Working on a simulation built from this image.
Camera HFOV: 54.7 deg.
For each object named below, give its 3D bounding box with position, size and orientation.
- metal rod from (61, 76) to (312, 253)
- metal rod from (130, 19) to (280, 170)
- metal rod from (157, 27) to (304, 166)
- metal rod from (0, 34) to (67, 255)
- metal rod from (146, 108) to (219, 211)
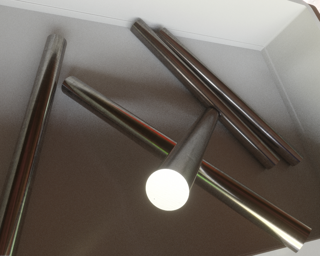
[{"bbox_3d":[0.005,0.021,0.321,0.300,0.025,0.025,32,47,24],"label":"metal rod"},{"bbox_3d":[0.067,-0.053,0.476,0.300,0.025,0.025,46,51,3],"label":"metal rod"},{"bbox_3d":[0.110,-0.050,0.497,0.300,0.025,0.025,43,51,1],"label":"metal rod"},{"bbox_3d":[-0.133,0.012,0.319,0.025,0.025,0.300,14,53,-21],"label":"metal rod"},{"bbox_3d":[0.040,0.009,0.319,0.025,0.025,0.301,45,17,3],"label":"metal rod"}]
